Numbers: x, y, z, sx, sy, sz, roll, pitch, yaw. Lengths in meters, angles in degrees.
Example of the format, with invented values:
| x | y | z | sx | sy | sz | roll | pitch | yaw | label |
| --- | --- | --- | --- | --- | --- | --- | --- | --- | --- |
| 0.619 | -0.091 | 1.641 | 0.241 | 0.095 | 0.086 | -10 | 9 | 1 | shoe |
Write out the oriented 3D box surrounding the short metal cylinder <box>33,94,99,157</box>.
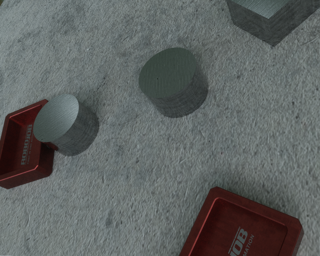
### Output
| x | y | z | sx | sy | sz | roll | pitch | yaw | label |
| --- | --- | --- | --- | --- | --- | --- | --- | --- | --- |
| -0.139 | -0.004 | 0.464 | 0.080 | 0.050 | 0.080 | -13 | 56 | 21 | short metal cylinder |

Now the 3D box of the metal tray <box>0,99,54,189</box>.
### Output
| x | y | z | sx | sy | sz | roll | pitch | yaw | label |
| --- | --- | --- | --- | --- | --- | --- | --- | --- | --- |
| -0.214 | 0.024 | 0.498 | 0.090 | 0.030 | 0.130 | -18 | 54 | 17 | metal tray |

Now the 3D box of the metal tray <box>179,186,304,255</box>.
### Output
| x | y | z | sx | sy | sz | roll | pitch | yaw | label |
| --- | --- | --- | --- | --- | --- | --- | --- | --- | --- |
| 0.065 | 0.130 | 0.286 | 0.090 | 0.030 | 0.130 | 18 | 71 | 35 | metal tray |

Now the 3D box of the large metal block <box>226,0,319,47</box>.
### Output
| x | y | z | sx | sy | sz | roll | pitch | yaw | label |
| --- | --- | --- | --- | --- | --- | --- | --- | --- | --- |
| 0.149 | -0.167 | 0.412 | 0.080 | 0.050 | 0.080 | -41 | 51 | 0 | large metal block |

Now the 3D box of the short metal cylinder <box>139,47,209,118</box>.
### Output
| x | y | z | sx | sy | sz | roll | pitch | yaw | label |
| --- | --- | --- | --- | --- | --- | --- | --- | --- | --- |
| 0.019 | -0.060 | 0.415 | 0.080 | 0.050 | 0.080 | -13 | 56 | 21 | short metal cylinder |
